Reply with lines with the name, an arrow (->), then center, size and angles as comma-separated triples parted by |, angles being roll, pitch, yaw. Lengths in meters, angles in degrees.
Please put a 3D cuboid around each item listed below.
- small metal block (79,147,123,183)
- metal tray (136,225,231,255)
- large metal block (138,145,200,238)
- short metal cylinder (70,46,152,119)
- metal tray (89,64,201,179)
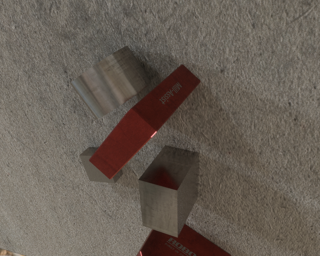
small metal block -> -0.093, 0.058, 0.492 | 0.050, 0.025, 0.050 | -1, 118, 28
metal tray -> 0.038, 0.199, 0.467 | 0.130, 0.090, 0.030 | 33, 129, 6
large metal block -> 0.015, 0.082, 0.414 | 0.050, 0.080, 0.079 | 11, 123, 22
short metal cylinder -> -0.057, -0.054, 0.368 | 0.080, 0.080, 0.050 | -25, 105, 37
metal tray -> -0.013, -0.010, 0.339 | 0.030, 0.131, 0.090 | 43, 129, -1
